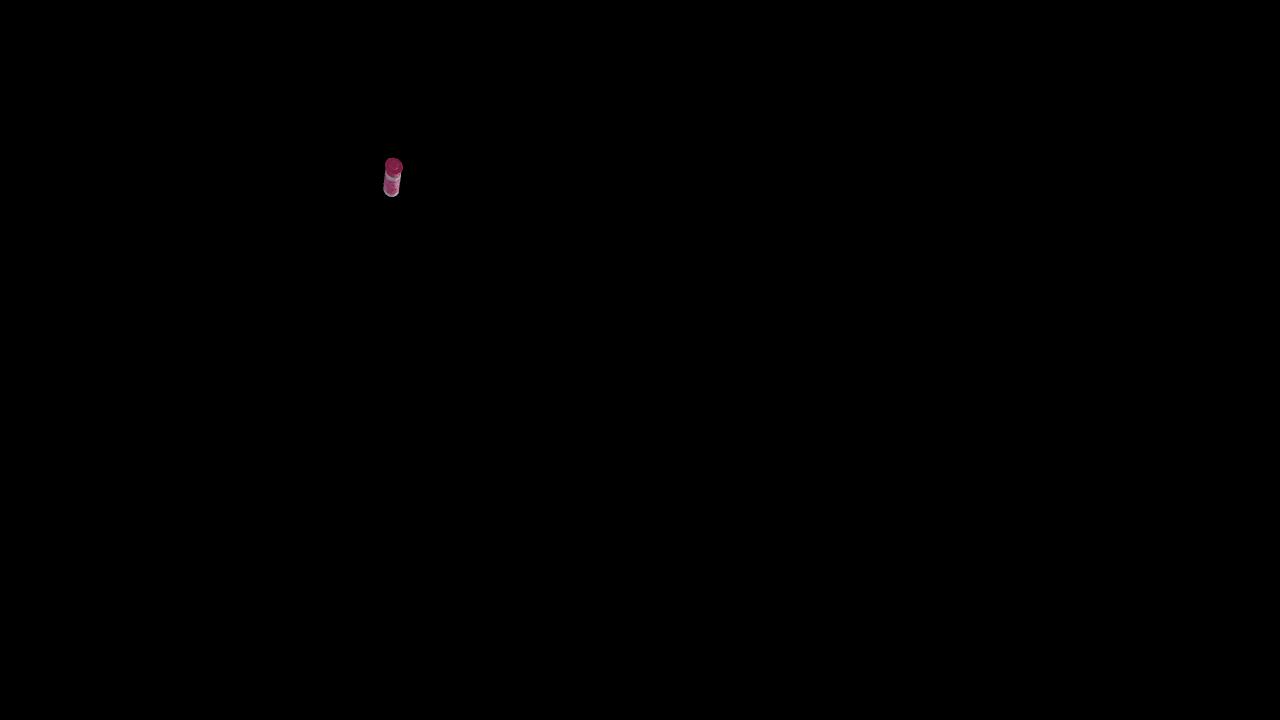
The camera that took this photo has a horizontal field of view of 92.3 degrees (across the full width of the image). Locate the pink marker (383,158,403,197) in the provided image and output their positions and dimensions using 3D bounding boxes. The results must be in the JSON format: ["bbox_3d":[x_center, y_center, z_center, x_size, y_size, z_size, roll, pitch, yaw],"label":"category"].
[{"bbox_3d":[-0.297,-0.219,0.739,0.020,0.020,0.121,0,1,-23],"label":"pink marker"}]
